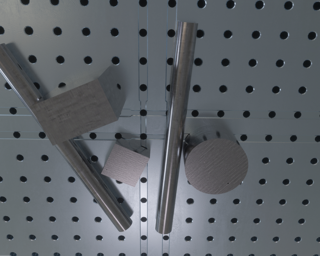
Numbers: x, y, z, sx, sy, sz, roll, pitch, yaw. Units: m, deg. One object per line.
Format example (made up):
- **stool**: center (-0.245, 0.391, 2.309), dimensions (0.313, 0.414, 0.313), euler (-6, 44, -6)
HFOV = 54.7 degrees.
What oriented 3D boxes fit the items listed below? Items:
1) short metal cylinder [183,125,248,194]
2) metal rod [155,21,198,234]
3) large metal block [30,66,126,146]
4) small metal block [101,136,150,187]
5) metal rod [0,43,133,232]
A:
- **short metal cylinder**: center (0.072, 0.041, 0.416), dimensions (0.081, 0.050, 0.079), euler (0, 110, 0)
- **metal rod**: center (0.019, 0.014, 0.418), dimensions (0.025, 0.025, 0.298), euler (5, 110, -2)
- **large metal block**: center (-0.093, -0.030, 0.372), dimensions (0.080, 0.080, 0.050), euler (-21, 109, 7)
- **small metal block**: center (-0.047, 0.047, 0.430), dimensions (0.050, 0.025, 0.050), euler (24, 108, -9)
- **metal rod**: center (-0.126, 0.025, 0.421), dimensions (0.025, 0.025, 0.299), euler (-28, 108, 10)
